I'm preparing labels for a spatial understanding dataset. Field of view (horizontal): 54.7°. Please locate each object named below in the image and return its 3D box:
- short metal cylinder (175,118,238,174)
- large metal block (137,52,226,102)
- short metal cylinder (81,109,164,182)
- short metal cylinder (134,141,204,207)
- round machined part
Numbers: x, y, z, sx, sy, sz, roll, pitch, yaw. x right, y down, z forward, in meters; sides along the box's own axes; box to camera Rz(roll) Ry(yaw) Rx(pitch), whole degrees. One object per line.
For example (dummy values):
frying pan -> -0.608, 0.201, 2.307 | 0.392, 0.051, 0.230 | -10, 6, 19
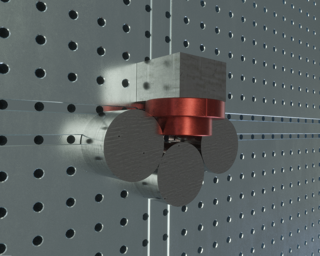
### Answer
short metal cylinder -> 0.069, 0.024, 0.451 | 0.081, 0.050, 0.079 | 0, 90, -40
large metal block -> 0.027, -0.058, 0.395 | 0.081, 0.080, 0.050 | 1, 90, -40
short metal cylinder -> -0.042, 0.019, 0.358 | 0.081, 0.050, 0.079 | 0, 90, -40
short metal cylinder -> 0.012, 0.057, 0.403 | 0.081, 0.050, 0.079 | 0, 90, -40
round machined part -> 0.031, -0.011, 0.385 | 0.099, 0.098, 0.042 | 2, 88, -40
